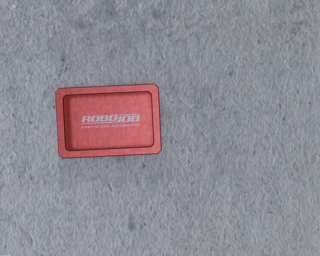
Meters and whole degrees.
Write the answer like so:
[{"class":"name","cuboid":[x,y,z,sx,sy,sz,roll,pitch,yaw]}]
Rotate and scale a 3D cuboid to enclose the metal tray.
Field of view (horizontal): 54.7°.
[{"class":"metal tray","cuboid":[-0.065,-0.009,0.406,0.131,0.030,0.089,-3,90,-1]}]
